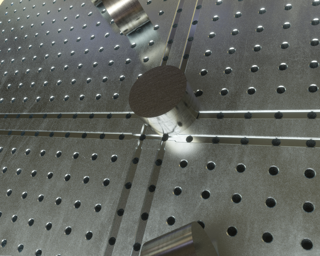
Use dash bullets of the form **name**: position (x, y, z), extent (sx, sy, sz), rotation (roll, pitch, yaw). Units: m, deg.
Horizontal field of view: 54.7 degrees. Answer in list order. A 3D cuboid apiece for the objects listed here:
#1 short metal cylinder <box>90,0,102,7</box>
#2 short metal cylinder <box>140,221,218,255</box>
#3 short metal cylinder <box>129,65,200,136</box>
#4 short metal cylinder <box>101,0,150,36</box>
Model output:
- **short metal cylinder**: position (-0.134, -0.292, 0.620), extent (0.050, 0.080, 0.080), rotation (-36, 51, 4)
- **short metal cylinder**: position (0.024, 0.132, 0.278), extent (0.050, 0.080, 0.080), rotation (-27, 53, 11)
- **short metal cylinder**: position (0.006, -0.036, 0.410), extent (0.080, 0.050, 0.080), rotation (-13, 56, 20)
- **short metal cylinder**: position (-0.059, -0.206, 0.528), extent (0.050, 0.080, 0.080), rotation (-30, 52, 9)
